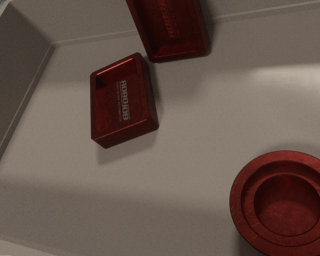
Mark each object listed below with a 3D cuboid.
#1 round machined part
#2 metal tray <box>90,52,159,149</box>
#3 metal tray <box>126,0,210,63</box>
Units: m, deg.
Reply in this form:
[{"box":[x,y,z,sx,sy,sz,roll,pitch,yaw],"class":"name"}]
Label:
[{"box":[0.118,0.074,0.287,0.098,0.042,0.098,-13,56,20],"class":"round machined part"},{"box":[-0.056,-0.043,0.456,0.090,0.030,0.130,-21,54,15],"class":"metal tray"},{"box":[0.009,-0.158,0.428,0.090,0.129,0.030,-3,40,26],"class":"metal tray"}]
